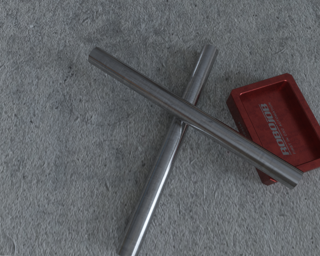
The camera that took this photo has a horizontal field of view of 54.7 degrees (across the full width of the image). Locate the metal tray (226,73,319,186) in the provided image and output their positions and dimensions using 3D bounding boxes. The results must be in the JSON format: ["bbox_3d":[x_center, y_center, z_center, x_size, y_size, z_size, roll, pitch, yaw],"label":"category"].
[{"bbox_3d":[0.155,-0.001,0.407,0.091,0.030,0.130,-17,71,-7],"label":"metal tray"}]

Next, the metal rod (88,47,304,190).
[{"bbox_3d":[0.034,-0.020,0.387,0.300,0.025,0.025,33,73,13],"label":"metal rod"}]

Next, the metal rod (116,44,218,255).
[{"bbox_3d":[0.017,0.017,0.402,0.025,0.025,0.300,21,71,7],"label":"metal rod"}]
